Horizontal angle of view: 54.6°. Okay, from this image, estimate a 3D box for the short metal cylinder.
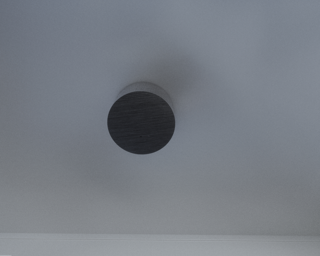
[{"bbox_3d":[-0.022,-0.013,0.390,0.080,0.050,0.079,0,110,0],"label":"short metal cylinder"}]
